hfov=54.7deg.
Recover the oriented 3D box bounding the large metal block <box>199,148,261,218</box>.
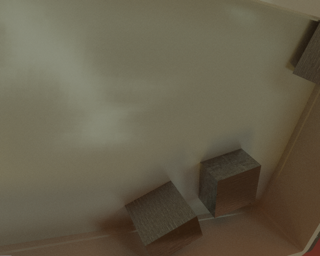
[{"bbox_3d":[0.112,0.090,0.509,0.081,0.050,0.079,-16,125,-20],"label":"large metal block"}]

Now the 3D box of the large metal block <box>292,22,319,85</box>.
[{"bbox_3d":[0.255,-0.097,0.444,0.050,0.080,0.079,-3,122,-48],"label":"large metal block"}]

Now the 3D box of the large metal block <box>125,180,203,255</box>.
[{"bbox_3d":[0.005,0.138,0.461,0.080,0.080,0.050,-27,128,-12],"label":"large metal block"}]
